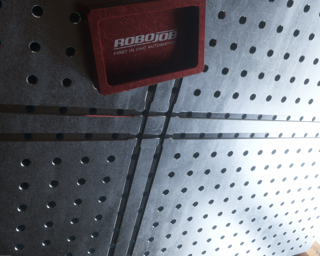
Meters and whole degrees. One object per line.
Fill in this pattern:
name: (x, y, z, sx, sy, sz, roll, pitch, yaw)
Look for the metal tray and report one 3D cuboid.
metal tray: (-0.013, -0.095, 0.343, 0.131, 0.030, 0.089, -16, 125, -20)
